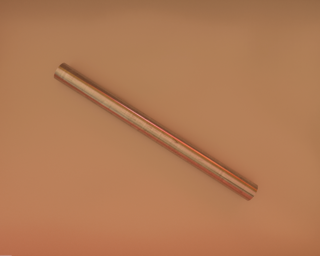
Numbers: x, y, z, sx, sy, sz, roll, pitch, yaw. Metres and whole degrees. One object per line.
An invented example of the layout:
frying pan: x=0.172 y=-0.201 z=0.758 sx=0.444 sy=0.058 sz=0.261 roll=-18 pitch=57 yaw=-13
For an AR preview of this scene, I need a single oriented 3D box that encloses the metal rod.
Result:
metal rod: x=-0.005 y=0.005 z=0.409 sx=0.301 sy=0.025 sz=0.025 roll=32 pitch=90 yaw=-1
